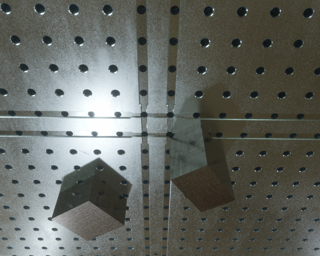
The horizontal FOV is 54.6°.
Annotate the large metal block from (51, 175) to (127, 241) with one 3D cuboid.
[{"bbox_3d":[-0.113,0.132,0.507,0.080,0.050,0.080,-29,125,22],"label":"large metal block"}]

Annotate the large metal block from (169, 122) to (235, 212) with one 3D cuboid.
[{"bbox_3d":[0.055,0.053,0.421,0.050,0.080,0.080,-26,126,20],"label":"large metal block"}]
